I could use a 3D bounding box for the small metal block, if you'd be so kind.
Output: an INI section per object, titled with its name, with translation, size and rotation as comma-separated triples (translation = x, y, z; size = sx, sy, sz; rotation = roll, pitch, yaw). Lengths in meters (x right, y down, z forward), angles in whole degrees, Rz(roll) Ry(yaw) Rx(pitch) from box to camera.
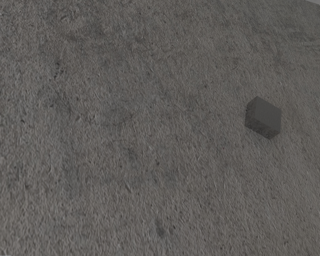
[small metal block]
translation = 0.168, -0.017, 0.504
size = 0.050, 0.025, 0.050
rotation = 28, 52, -11
